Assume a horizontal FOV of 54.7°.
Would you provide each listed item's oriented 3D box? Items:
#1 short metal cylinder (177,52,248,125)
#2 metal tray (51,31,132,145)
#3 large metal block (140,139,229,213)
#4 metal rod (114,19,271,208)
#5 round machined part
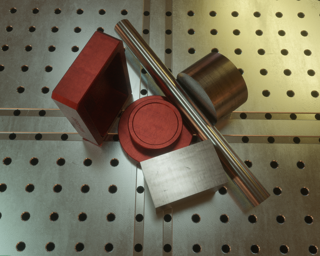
[{"bbox_3d":[0.066,-0.050,0.400,0.050,0.080,0.080,-35,74,-12],"label":"short metal cylinder"},{"bbox_3d":[-0.073,-0.040,0.370,0.030,0.130,0.090,26,72,9],"label":"metal tray"},{"bbox_3d":[0.025,0.059,0.361,0.081,0.080,0.050,-18,71,-7],"label":"large metal block"},{"bbox_3d":[0.032,-0.030,0.401,0.025,0.025,0.299,-34,74,-12],"label":"metal rod"},{"bbox_3d":[-0.006,0.001,0.402,0.099,0.042,0.098,0,70,-1],"label":"round machined part"}]
